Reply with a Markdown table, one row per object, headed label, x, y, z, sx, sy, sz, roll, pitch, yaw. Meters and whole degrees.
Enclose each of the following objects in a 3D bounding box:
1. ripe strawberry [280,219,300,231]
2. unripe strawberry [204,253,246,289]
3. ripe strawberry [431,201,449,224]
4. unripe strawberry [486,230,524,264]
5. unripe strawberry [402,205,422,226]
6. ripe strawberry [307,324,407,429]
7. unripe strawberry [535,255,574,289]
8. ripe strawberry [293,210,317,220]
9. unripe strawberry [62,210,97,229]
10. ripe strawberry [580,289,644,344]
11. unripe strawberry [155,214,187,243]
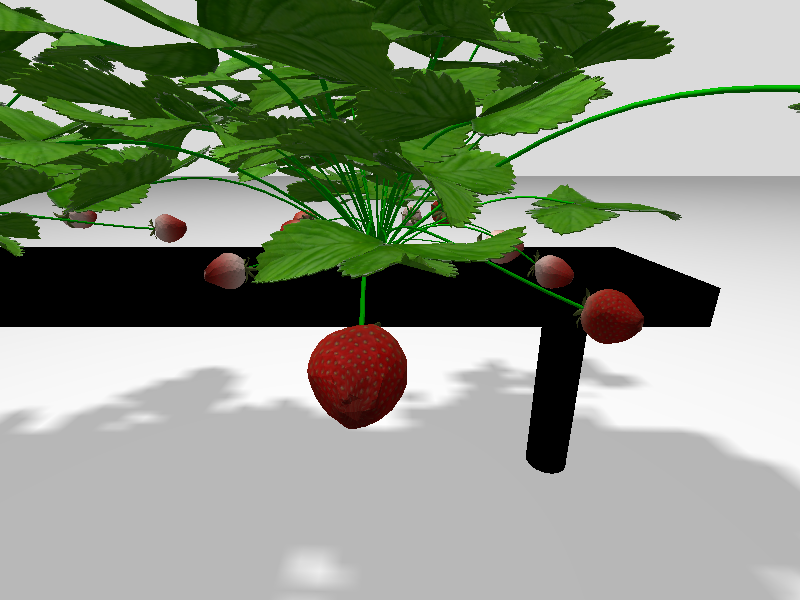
| label | x | y | z | sx | sy | sz | roll | pitch | yaw |
| --- | --- | --- | --- | --- | --- | --- | --- | --- | --- |
| ripe strawberry | -0.116 | -0.074 | 0.431 | 0.030 | 0.025 | 0.030 | 15 | 24 | 38 |
| unripe strawberry | -0.121 | -0.019 | 0.275 | 0.027 | 0.026 | 0.025 | -15 | 24 | -37 |
| ripe strawberry | 0.064 | -0.120 | 0.549 | 0.042 | 0.037 | 0.038 | 7 | 10 | 21 |
| unripe strawberry | 0.088 | -0.046 | 0.342 | 0.033 | 0.029 | 0.033 | 2 | 19 | 6 |
| unripe strawberry | 0.016 | -0.111 | 0.535 | 0.026 | 0.030 | 0.029 | 3 | 12 | 10 |
| ripe strawberry | -0.014 | 0.026 | 0.129 | 0.033 | 0.035 | 0.036 | 0 | 19 | -1 |
| unripe strawberry | 0.106 | -0.019 | 0.274 | 0.026 | 0.022 | 0.026 | 26 | 29 | 26 |
| ripe strawberry | -0.118 | -0.098 | 0.498 | 0.031 | 0.028 | 0.028 | -12 | 21 | -31 |
| unripe strawberry | -0.420 | -0.110 | 0.527 | 0.037 | 0.032 | 0.037 | 5 | 19 | 14 |
| ripe strawberry | 0.103 | 0.009 | 0.193 | 0.025 | 0.026 | 0.027 | -13 | 23 | -34 |
| unripe strawberry | -0.256 | -0.081 | 0.449 | 0.032 | 0.031 | 0.030 | -8 | 20 | -24 |
